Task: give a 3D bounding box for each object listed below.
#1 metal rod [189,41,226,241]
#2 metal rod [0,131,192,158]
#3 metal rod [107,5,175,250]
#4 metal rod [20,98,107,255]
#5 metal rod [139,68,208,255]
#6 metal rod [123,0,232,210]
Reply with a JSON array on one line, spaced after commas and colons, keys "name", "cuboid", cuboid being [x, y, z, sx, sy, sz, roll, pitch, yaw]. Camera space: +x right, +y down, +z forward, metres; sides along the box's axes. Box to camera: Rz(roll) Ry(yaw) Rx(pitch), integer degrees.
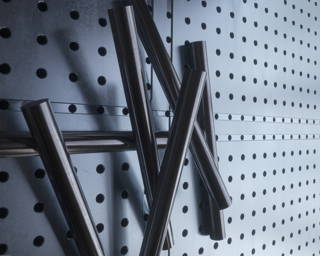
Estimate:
[{"name": "metal rod", "cuboid": [0.072, 0.022, 0.468, 0.025, 0.025, 0.298, -12, 98, -39]}, {"name": "metal rod", "cuboid": [-0.063, 0.016, 0.355, 0.302, 0.025, 0.025, 0, 90, -40]}, {"name": "metal rod", "cuboid": [-0.016, 0.018, 0.360, 0.025, 0.025, 0.298, -27, 117, -37]}, {"name": "metal rod", "cuboid": [-0.077, 0.115, 0.324, 0.025, 0.025, 0.298, -29, 114, -36]}, {"name": "metal rod", "cuboid": [0.005, 0.080, 0.360, 0.025, 0.025, 0.298, 7, 100, -40]}, {"name": "metal rod", "cuboid": [0.027, -0.028, 0.404, 0.025, 0.025, 0.299, -31, 102, -35]}]
